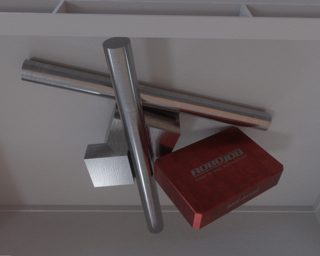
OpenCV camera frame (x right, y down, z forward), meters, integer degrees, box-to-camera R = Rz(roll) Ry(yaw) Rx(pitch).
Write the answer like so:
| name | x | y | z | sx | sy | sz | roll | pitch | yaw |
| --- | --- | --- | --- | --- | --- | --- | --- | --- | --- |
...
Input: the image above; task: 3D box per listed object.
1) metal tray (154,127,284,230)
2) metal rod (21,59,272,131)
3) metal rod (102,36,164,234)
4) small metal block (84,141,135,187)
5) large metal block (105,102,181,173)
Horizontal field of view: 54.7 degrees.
| name | x | y | z | sx | sy | sz | roll | pitch | yaw |
| --- | --- | --- | --- | --- | --- | --- | --- | --- | --- |
| metal tray | 0.070 | 0.054 | 0.376 | 0.131 | 0.090 | 0.030 | -21 | 136 | -25 |
| metal rod | -0.007 | -0.037 | 0.377 | 0.302 | 0.025 | 0.025 | 11 | 129 | -10 |
| metal rod | -0.023 | 0.036 | 0.372 | 0.025 | 0.025 | 0.298 | -5 | 130 | 4 |
| small metal block | -0.060 | 0.045 | 0.379 | 0.050 | 0.025 | 0.050 | -5 | 130 | 3 |
| large metal block | -0.027 | 0.011 | 0.400 | 0.081 | 0.050 | 0.079 | 14 | 129 | -12 |
